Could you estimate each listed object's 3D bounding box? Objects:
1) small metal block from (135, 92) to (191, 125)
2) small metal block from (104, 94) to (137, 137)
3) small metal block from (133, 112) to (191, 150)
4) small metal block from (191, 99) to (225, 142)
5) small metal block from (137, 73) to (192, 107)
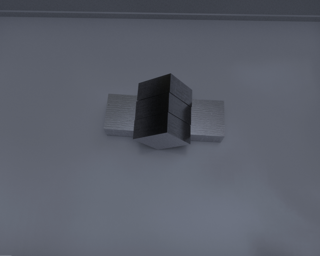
[{"bbox_3d":[0.005,-0.018,0.391,0.050,0.050,0.025,-12,65,34],"label":"small metal block"},{"bbox_3d":[-0.045,-0.016,0.413,0.050,0.025,0.050,4,70,1],"label":"small metal block"},{"bbox_3d":[0.003,0.005,0.382,0.050,0.050,0.025,-12,65,34],"label":"small metal block"},{"bbox_3d":[0.058,-0.010,0.413,0.050,0.025,0.050,3,70,0],"label":"small metal block"},{"bbox_3d":[0.007,-0.042,0.399,0.050,0.050,0.025,-11,65,35],"label":"small metal block"}]
